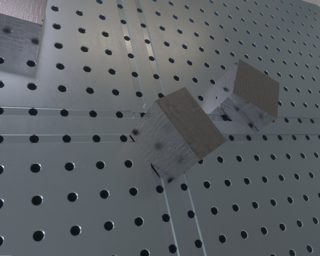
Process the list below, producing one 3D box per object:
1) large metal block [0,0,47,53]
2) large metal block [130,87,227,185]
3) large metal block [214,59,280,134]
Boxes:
[{"bbox_3d":[-0.185,-0.149,0.383,0.081,0.050,0.080,10,57,-23],"label":"large metal block"},{"bbox_3d":[0.019,0.011,0.376,0.050,0.080,0.080,-29,78,-37],"label":"large metal block"},{"bbox_3d":[0.140,-0.051,0.498,0.080,0.050,0.080,28,52,-11],"label":"large metal block"}]
